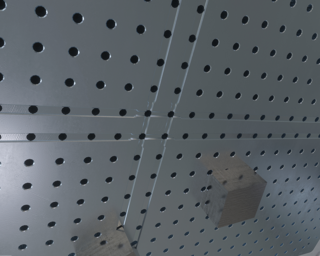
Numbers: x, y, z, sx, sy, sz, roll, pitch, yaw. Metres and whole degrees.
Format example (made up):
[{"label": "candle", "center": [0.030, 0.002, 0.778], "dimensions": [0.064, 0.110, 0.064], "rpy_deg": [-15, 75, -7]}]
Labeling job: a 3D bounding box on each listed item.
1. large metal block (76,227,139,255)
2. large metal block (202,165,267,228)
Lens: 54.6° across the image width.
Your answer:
[{"label": "large metal block", "center": [-0.073, 0.216, 0.488], "dimensions": [0.080, 0.050, 0.080], "rpy_deg": [-28, 128, -11]}, {"label": "large metal block", "center": [0.127, 0.117, 0.536], "dimensions": [0.081, 0.050, 0.079], "rpy_deg": [-6, 121, -25]}]
